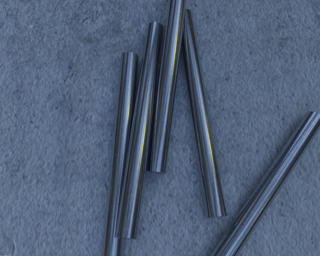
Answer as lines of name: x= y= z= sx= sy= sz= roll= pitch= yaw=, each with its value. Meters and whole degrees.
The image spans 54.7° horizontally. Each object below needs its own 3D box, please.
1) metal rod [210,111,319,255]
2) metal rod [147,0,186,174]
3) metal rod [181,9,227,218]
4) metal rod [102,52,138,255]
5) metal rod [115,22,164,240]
metal rod: x=0.115 y=0.097 z=0.374 sx=0.025 sy=0.025 sz=0.300 roll=37 pitch=74 yaw=12
metal rod: x=0.013 y=-0.088 z=0.425 sx=0.025 sy=0.025 sz=0.299 roll=7 pitch=75 yaw=2
metal rod: x=0.052 y=-0.033 z=0.420 sx=0.025 sy=0.025 sz=0.299 roll=-5 pitch=70 yaw=-2
metal rod: x=-0.049 y=0.038 z=0.393 sx=0.025 sy=0.025 sz=0.299 roll=2 pitch=70 yaw=0
metal rod: x=-0.022 y=-0.014 z=0.401 sx=0.025 sy=0.025 sz=0.299 roll=6 pitch=66 yaw=2
